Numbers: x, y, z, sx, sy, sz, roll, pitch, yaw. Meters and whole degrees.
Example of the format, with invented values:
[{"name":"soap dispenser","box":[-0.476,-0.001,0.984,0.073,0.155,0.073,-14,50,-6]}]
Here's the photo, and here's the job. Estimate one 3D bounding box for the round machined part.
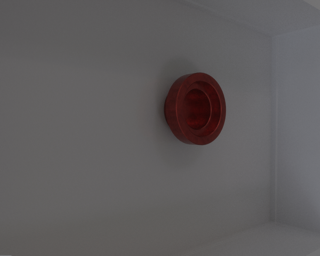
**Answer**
[{"name":"round machined part","box":[0.044,-0.026,0.431,0.099,0.042,0.097,0,90,-40]}]
